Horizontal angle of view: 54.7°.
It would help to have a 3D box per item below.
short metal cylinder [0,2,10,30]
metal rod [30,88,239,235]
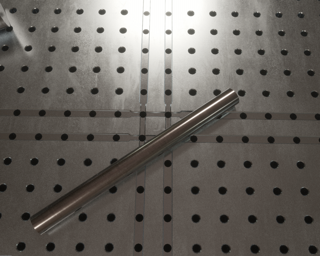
[{"bbox_3d":[-0.261,-0.175,0.443,0.050,0.080,0.080,-25,72,-9],"label":"short metal cylinder"},{"bbox_3d":[-0.023,0.036,0.398,0.301,0.025,0.025,-33,74,-12],"label":"metal rod"}]
